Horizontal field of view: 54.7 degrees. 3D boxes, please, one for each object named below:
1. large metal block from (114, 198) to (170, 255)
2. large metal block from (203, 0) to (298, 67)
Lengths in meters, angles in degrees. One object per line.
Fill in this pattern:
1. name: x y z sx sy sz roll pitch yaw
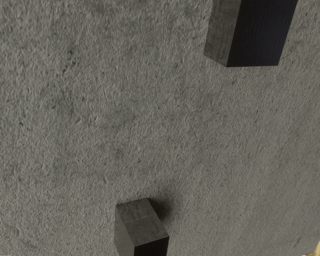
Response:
1. large metal block: -0.030 0.164 0.456 0.050 0.080 0.079 -8 122 -24
2. large metal block: 0.107 -0.121 0.374 0.081 0.050 0.079 -7 122 -25
